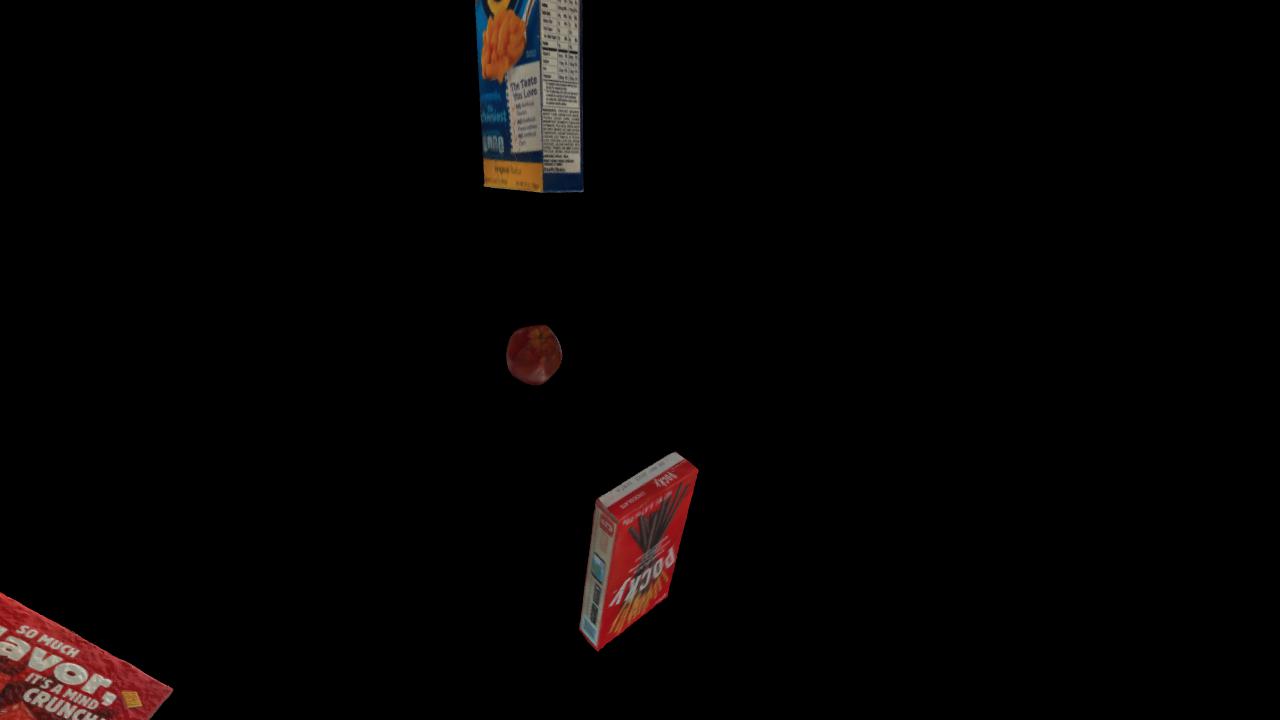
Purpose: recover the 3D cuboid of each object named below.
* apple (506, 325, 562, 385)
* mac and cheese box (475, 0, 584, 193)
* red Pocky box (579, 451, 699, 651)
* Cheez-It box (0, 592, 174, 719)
[{"bbox_3d":[-0.146,-0.009,0.849,0.079,0.079,0.093,0,-26,-18],"label":"apple"},{"bbox_3d":[-0.078,-0.212,0.425,0.041,0.184,0.093,-13,23,-36],"label":"mac and cheese box"},{"bbox_3d":[-0.003,0.148,0.468,0.028,0.155,0.083,34,41,32],"label":"red Pocky box"},{"bbox_3d":[-0.428,0.245,0.362,0.166,0.071,0.223,41,-1,-13],"label":"Cheez-It box"}]
